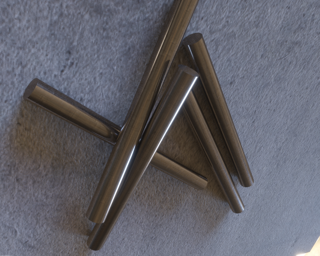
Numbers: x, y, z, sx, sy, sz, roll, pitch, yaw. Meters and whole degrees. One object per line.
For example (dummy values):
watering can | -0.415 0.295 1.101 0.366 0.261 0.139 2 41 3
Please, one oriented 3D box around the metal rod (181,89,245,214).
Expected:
metal rod | 0.087 0.050 0.487 0.025 0.025 0.299 -35 129 -5

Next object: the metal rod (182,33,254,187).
metal rod | 0.096 -0.005 0.458 0.025 0.025 0.299 -35 129 -6

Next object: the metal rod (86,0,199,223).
metal rod | -0.021 -0.025 0.356 0.025 0.025 0.298 17 102 -35

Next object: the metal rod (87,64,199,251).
metal rod | -0.033 0.056 0.395 0.025 0.025 0.298 9 123 -33

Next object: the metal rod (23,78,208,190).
metal rod | -0.032 0.024 0.405 0.301 0.025 0.025 33 100 -39
